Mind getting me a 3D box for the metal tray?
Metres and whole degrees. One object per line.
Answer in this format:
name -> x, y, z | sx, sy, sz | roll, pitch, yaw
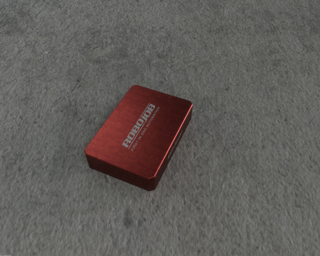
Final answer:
metal tray -> -0.022, 0.006, 0.395 | 0.090, 0.030, 0.130 | 19, 52, 15
